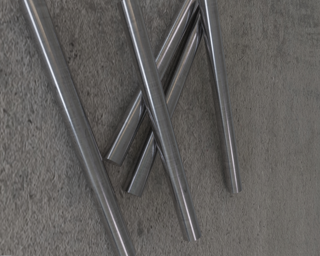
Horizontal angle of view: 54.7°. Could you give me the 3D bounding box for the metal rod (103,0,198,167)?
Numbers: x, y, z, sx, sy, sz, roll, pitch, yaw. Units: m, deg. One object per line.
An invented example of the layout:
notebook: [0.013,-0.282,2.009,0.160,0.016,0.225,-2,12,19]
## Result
metal rod: [0.002,-0.090,0.405,0.025,0.025,0.300,38,67,-34]

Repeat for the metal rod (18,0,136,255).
metal rod: [-0.083,0.014,0.335,0.025,0.025,0.298,-27,107,-37]

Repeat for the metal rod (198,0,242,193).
metal rod: [0.093,-0.039,0.462,0.025,0.025,0.298,-26,112,-37]

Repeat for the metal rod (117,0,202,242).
metal rod: [0.003,0.001,0.373,0.025,0.025,0.298,-25,106,-37]

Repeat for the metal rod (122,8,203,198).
metal rod: [0.018,-0.053,0.419,0.025,0.025,0.299,34,69,-35]
